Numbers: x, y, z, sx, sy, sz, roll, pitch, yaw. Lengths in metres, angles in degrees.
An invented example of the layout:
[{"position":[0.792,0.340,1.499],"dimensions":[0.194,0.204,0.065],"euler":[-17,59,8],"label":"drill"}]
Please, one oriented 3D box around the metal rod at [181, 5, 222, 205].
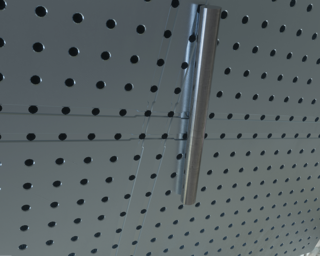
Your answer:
[{"position":[0.052,-0.011,0.432],"dimensions":[0.025,0.025,0.298],"euler":[-11,123,-22],"label":"metal rod"}]
